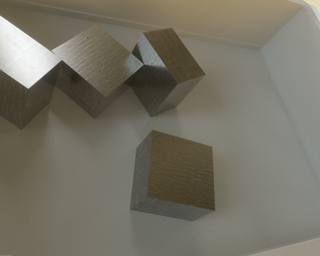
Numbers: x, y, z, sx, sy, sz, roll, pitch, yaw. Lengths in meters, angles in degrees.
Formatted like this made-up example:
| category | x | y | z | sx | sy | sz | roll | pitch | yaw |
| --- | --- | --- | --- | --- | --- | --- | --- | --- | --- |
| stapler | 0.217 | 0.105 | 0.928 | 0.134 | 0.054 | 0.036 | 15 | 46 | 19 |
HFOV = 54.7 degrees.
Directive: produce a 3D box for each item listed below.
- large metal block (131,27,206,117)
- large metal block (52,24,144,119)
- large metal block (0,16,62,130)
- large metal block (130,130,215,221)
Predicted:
| category | x | y | z | sx | sy | sz | roll | pitch | yaw |
| --- | --- | --- | --- | --- | --- | --- | --- | --- | --- |
| large metal block | 0.001 | -0.074 | 0.418 | 0.050 | 0.080 | 0.080 | -24 | 75 | -37 |
| large metal block | -0.081 | -0.072 | 0.391 | 0.080 | 0.050 | 0.080 | 41 | 51 | -1 |
| large metal block | -0.157 | -0.056 | 0.320 | 0.080 | 0.080 | 0.050 | 35 | 51 | -5 |
| large metal block | 0.015 | 0.058 | 0.364 | 0.081 | 0.050 | 0.080 | 16 | 55 | -19 |
